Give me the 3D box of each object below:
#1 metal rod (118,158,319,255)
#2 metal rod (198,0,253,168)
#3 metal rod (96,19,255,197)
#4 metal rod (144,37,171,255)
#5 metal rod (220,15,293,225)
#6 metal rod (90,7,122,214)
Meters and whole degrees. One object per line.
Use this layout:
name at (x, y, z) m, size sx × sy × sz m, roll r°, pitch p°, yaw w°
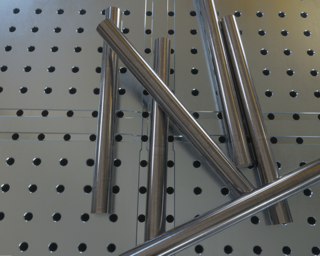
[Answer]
metal rod at (0.098, 0.088, 0.352) m, size 0.302 × 0.025 × 0.025 m, roll -23°, pitch 72°, yaw -8°
metal rod at (0.087, -0.091, 0.445) m, size 0.025 × 0.025 × 0.299 m, roll -7°, pitch 70°, yaw -3°
metal rod at (0.021, -0.022, 0.396) m, size 0.025 × 0.025 × 0.300 m, roll -38°, pitch 83°, yaw -13°
metal rod at (-0.002, 0.014, 0.406) m, size 0.025 × 0.025 × 0.299 m, roll 2°, pitch 70°, yaw 1°
metal rod at (0.125, -0.025, 0.421) m, size 0.025 × 0.025 × 0.299 m, roll -8°, pitch 70°, yaw -3°
metal rod at (-0.071, -0.037, 0.425) m, size 0.025 × 0.025 × 0.299 m, roll 0°, pitch 70°, yaw 0°
